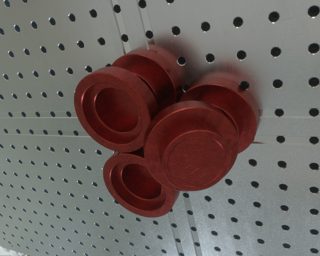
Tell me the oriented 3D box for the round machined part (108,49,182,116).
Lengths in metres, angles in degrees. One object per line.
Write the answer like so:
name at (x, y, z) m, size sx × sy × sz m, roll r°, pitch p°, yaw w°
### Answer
round machined part at (-0.025, -0.045, 0.388) m, size 0.098 × 0.042 × 0.097 m, roll 13°, pitch 124°, yaw 21°

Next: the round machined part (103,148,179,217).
round machined part at (-0.020, 0.062, 0.395) m, size 0.098 × 0.042 × 0.097 m, roll 13°, pitch 124°, yaw 21°

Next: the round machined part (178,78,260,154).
round machined part at (0.063, -0.006, 0.364) m, size 0.098 × 0.042 × 0.097 m, roll 13°, pitch 124°, yaw 21°

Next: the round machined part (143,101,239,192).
round machined part at (0.033, 0.025, 0.316) m, size 0.099 × 0.042 × 0.097 m, roll -3°, pitch 114°, yaw -6°

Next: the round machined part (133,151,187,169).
round machined part at (-0.002, 0.042, 0.428) m, size 0.098 × 0.042 × 0.097 m, roll 13°, pitch 124°, yaw 21°

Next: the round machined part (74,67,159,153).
round machined part at (-0.045, -0.024, 0.355) m, size 0.098 × 0.042 × 0.097 m, roll 13°, pitch 124°, yaw 21°
